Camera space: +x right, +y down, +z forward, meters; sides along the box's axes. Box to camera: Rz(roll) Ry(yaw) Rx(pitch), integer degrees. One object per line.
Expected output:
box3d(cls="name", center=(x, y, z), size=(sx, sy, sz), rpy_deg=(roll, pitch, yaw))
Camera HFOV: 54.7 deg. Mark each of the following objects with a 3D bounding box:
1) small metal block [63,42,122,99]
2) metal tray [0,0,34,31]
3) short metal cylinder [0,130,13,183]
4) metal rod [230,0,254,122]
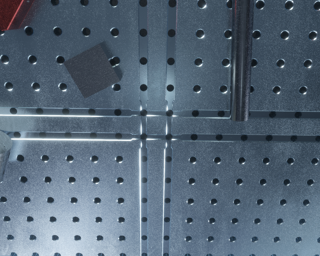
box3d(cls="small metal block", center=(-0.082, -0.072, 0.386), size=(0.050, 0.025, 0.050), rpy_deg=(-25, 108, 9))
box3d(cls="metal tray", center=(-0.175, -0.186, 0.340), size=(0.090, 0.030, 0.129), rpy_deg=(34, 106, -12))
box3d(cls="short metal cylinder", center=(-0.237, 0.036, 0.395), size=(0.080, 0.080, 0.050), rpy_deg=(20, 109, -7))
box3d(cls="metal rod", center=(0.096, -0.152, 0.357), size=(0.025, 0.025, 0.298), rpy_deg=(-3, 110, 1))
